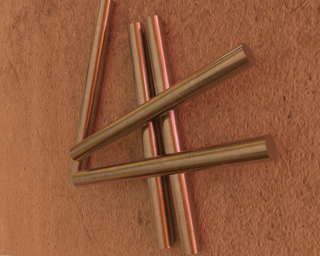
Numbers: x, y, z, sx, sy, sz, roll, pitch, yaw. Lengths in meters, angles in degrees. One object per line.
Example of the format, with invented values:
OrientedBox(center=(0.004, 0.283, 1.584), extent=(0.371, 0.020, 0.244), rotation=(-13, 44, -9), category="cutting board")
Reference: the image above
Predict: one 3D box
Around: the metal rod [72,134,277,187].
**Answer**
OrientedBox(center=(-0.010, 0.048, 0.379), extent=(0.300, 0.025, 0.025), rotation=(-15, 81, 39), category="metal rod")

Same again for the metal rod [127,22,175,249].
OrientedBox(center=(-0.013, 0.005, 0.416), extent=(0.025, 0.025, 0.298), rotation=(-13, 82, 39), category="metal rod")

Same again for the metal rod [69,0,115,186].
OrientedBox(center=(-0.110, -0.051, 0.496), extent=(0.025, 0.025, 0.298), rotation=(19, 102, 38), category="metal rod")

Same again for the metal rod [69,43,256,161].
OrientedBox(center=(-0.021, -0.016, 0.388), extent=(0.299, 0.025, 0.025), rotation=(-27, 73, 36), category="metal rod")

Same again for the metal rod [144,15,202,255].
OrientedBox(center=(0.015, 0.002, 0.392), extent=(0.025, 0.025, 0.298), rotation=(-15, 80, 39), category="metal rod")
